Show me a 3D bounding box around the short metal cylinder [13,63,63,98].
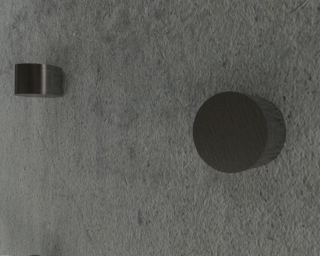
[{"bbox_3d":[-0.214,-0.081,0.546,0.080,0.081,0.050,1,91,40],"label":"short metal cylinder"}]

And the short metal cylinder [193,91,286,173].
[{"bbox_3d":[0.082,0.004,0.321,0.080,0.050,0.080,0,90,40],"label":"short metal cylinder"}]
